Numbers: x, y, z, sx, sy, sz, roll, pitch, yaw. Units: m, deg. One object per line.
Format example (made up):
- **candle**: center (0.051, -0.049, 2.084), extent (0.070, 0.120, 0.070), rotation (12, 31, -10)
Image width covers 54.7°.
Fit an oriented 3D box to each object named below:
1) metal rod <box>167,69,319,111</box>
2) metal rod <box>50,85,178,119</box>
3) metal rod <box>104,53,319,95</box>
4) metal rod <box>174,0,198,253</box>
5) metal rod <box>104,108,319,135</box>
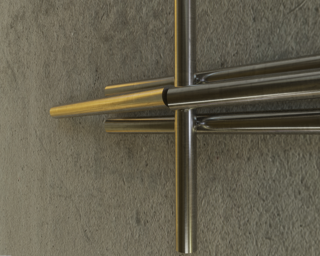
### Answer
- **metal rod**: center (0.144, -0.038, 0.254), extent (0.300, 0.025, 0.025), rotation (-3, 88, 29)
- **metal rod**: center (-0.087, -0.031, 0.443), extent (0.300, 0.025, 0.025), rotation (-2, 89, 49)
- **metal rod**: center (0.043, -0.055, 0.369), extent (0.300, 0.025, 0.025), rotation (-1, 90, 39)
- **metal rod**: center (0.029, -0.013, 0.348), extent (0.025, 0.025, 0.298), rotation (-1, 90, 39)
- **metal rod**: center (0.043, -0.005, 0.369), extent (0.300, 0.025, 0.025), rotation (-1, 90, 39)
